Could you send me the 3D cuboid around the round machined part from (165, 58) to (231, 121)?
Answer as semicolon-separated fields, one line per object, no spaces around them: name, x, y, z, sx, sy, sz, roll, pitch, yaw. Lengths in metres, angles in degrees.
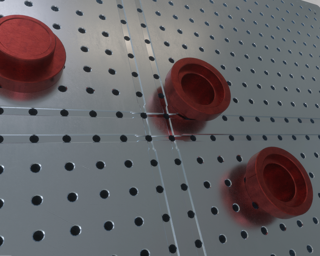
round machined part;0.051;-0.052;0.456;0.099;0.042;0.098;13;56;-21

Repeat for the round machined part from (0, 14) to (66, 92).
round machined part;-0.162;-0.094;0.368;0.099;0.042;0.098;13;56;-21

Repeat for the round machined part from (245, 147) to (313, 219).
round machined part;0.160;0.079;0.435;0.099;0.042;0.098;13;56;-21
